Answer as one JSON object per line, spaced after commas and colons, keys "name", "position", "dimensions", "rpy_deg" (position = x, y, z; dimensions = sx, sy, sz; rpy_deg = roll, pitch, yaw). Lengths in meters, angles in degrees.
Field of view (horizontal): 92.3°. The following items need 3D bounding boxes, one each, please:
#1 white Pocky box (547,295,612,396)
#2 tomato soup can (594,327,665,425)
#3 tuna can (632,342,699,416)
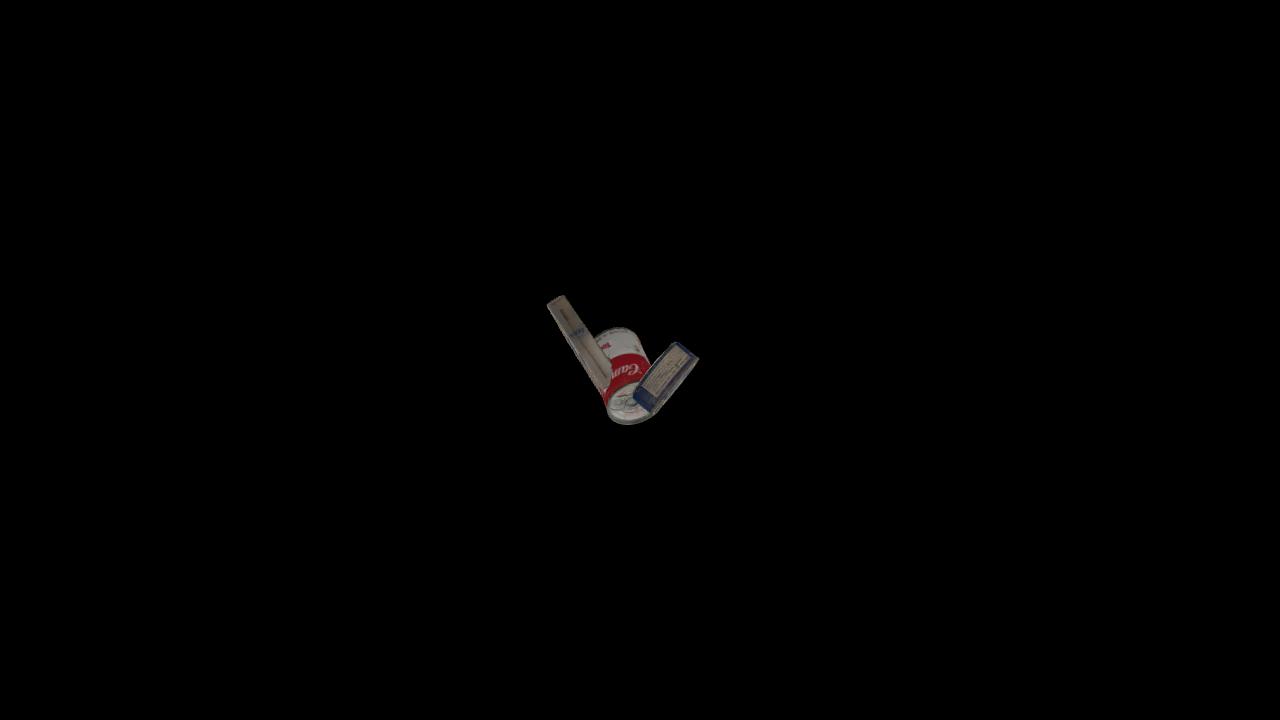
{"name": "white Pocky box", "position": [-0.060, -0.004, 0.752], "dimensions": [0.028, 0.154, 0.084], "rpy_deg": [-31, -34, -7]}
{"name": "tomato soup can", "position": [-0.018, 0.016, 0.719], "dimensions": [0.068, 0.068, 0.101], "rpy_deg": [0, 41, -21]}
{"name": "tuna can", "position": [0.028, 0.020, 0.692], "dimensions": [0.034, 0.084, 0.084], "rpy_deg": [39, 6, 8]}
